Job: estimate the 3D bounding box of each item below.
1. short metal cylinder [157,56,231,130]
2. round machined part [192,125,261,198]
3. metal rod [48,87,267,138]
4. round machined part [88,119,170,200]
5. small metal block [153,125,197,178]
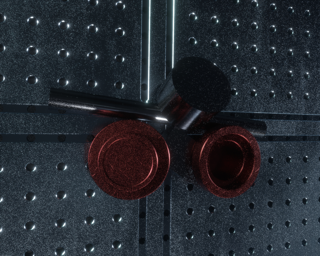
[{"bbox_3d":[0.042,-0.044,0.395,0.081,0.050,0.080,10,61,-19],"label":"short metal cylinder"},{"bbox_3d":[0.087,0.044,0.430,0.099,0.042,0.097,-1,93,-23],"label":"round machined part"},{"bbox_3d":[0.012,-0.017,0.413,0.302,0.025,0.025,8,88,-20],"label":"metal rod"},{"bbox_3d":[-0.037,0.038,0.372,0.099,0.042,0.097,0,91,-2],"label":"round machined part"},{"bbox_3d":[0.021,0.031,0.417,0.050,0.025,0.050,38,78,-16],"label":"small metal block"}]
